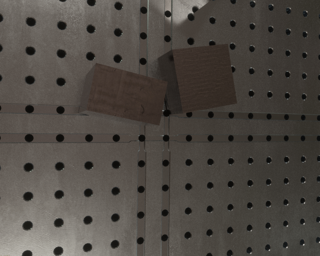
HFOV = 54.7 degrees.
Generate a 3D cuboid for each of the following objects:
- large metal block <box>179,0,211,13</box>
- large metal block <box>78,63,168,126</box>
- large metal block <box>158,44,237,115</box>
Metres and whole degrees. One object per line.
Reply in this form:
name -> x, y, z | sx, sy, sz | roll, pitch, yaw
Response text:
large metal block -> 0.046, -0.219, 0.417 | 0.080, 0.050, 0.080 | 34, 79, -17
large metal block -> -0.047, -0.035, 0.367 | 0.081, 0.080, 0.050 | 12, 86, -20
large metal block -> 0.050, -0.065, 0.419 | 0.081, 0.050, 0.079 | -11, 94, -20
